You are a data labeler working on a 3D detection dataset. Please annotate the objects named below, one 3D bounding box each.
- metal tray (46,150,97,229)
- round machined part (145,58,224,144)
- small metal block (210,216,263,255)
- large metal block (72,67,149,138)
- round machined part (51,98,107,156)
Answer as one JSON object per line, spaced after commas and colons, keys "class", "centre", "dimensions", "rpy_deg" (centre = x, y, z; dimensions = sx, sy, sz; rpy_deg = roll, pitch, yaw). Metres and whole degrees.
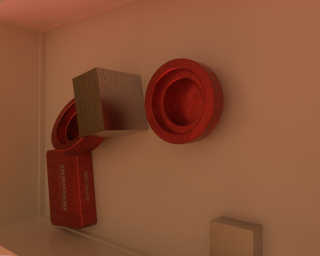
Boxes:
{"class": "metal tray", "centre": [-0.152, 0.099, 0.526], "dimensions": [0.090, 0.030, 0.129], "rpy_deg": [-9, 84, 39]}
{"class": "round machined part", "centre": [0.032, -0.030, 0.368], "dimensions": [0.098, 0.042, 0.097], "rpy_deg": [0, 90, 39]}
{"class": "small metal block", "centre": [0.083, 0.128, 0.338], "dimensions": [0.050, 0.025, 0.050], "rpy_deg": [1, 91, 39]}
{"class": "large metal block", "centre": [-0.066, -0.031, 0.423], "dimensions": [0.050, 0.081, 0.080], "rpy_deg": [-15, 81, 38]}
{"class": "round machined part", "centre": [-0.116, -0.001, 0.473], "dimensions": [0.098, 0.042, 0.098], "rpy_deg": [-21, 51, 29]}
